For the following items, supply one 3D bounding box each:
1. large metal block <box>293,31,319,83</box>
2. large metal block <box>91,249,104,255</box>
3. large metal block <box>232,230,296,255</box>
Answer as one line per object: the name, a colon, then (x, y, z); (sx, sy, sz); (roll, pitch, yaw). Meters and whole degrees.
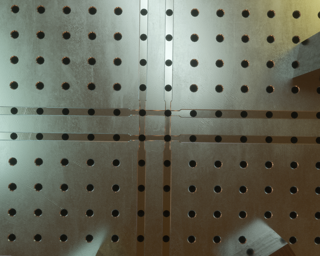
large metal block: (0.229, -0.085, 0.389); (0.080, 0.080, 0.050); (12, 90, -1)
large metal block: (-0.099, 0.211, 0.385); (0.080, 0.080, 0.050); (-39, 90, 0)
large metal block: (0.144, 0.196, 0.403); (0.080, 0.050, 0.080); (-32, 90, 0)
